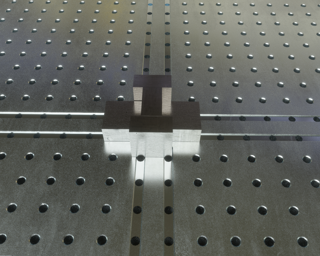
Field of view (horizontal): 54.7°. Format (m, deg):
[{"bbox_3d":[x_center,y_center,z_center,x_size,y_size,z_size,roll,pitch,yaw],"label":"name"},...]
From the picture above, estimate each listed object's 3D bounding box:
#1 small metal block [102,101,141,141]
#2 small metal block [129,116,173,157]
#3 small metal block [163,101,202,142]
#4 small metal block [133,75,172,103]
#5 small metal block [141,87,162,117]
[{"bbox_3d":[-0.048,-0.010,0.415,0.050,0.025,0.050,0,50,0],"label":"small metal block"},{"bbox_3d":[-0.010,0.011,0.381,0.050,0.050,0.025,1,50,0],"label":"small metal block"},{"bbox_3d":[0.028,-0.009,0.415,0.050,0.025,0.050,1,50,0],"label":"small metal block"},{"bbox_3d":[-0.010,-0.046,0.430,0.050,0.050,0.025,1,50,0],"label":"small metal block"},{"bbox_3d":[-0.010,-0.018,0.405,0.025,0.050,0.050,1,50,0],"label":"small metal block"}]
